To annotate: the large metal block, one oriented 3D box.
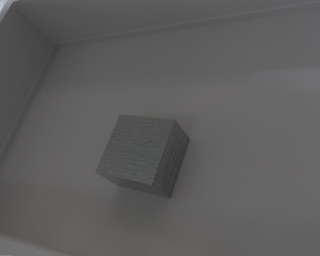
[{"bbox_3d":[-0.019,0.033,0.381,0.080,0.050,0.080,7,65,31],"label":"large metal block"}]
